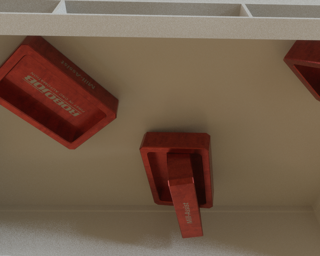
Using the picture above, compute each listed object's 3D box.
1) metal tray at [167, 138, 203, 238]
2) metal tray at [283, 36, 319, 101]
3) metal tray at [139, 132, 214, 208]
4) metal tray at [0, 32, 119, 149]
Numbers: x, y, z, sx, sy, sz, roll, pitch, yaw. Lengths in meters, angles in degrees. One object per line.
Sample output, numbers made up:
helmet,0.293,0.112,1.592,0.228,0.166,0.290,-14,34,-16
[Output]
metal tray,0.035,0.082,0.436,0.030,0.090,0.129,-9,130,6
metal tray,0.197,-0.046,0.301,0.090,0.130,0.030,34,91,-31
metal tray,0.029,0.063,0.444,0.090,0.030,0.129,1,132,14
metal tray,-0.126,-0.037,0.371,0.090,0.030,0.130,-35,123,25
